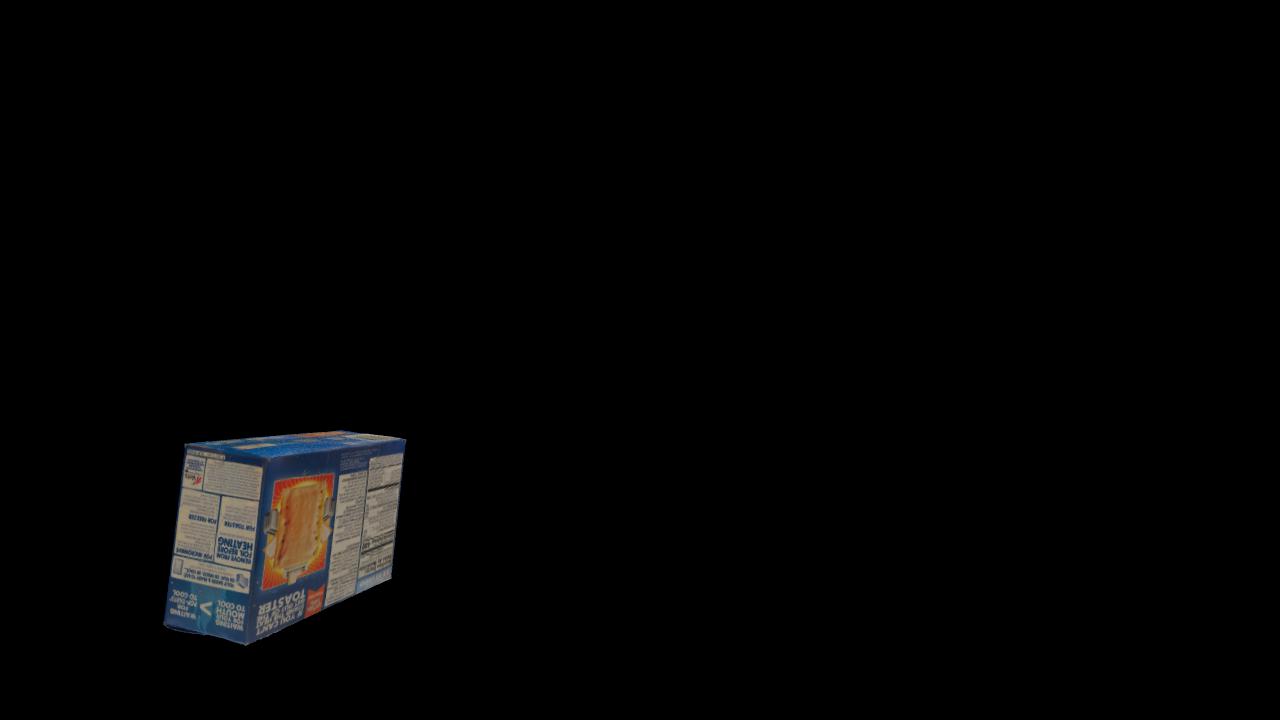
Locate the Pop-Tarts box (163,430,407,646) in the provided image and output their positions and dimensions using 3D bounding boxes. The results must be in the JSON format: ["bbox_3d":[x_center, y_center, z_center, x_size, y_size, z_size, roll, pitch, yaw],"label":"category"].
[{"bbox_3d":[-0.295,0.139,0.535,0.083,0.141,0.167,5,-1,15],"label":"Pop-Tarts box"}]
